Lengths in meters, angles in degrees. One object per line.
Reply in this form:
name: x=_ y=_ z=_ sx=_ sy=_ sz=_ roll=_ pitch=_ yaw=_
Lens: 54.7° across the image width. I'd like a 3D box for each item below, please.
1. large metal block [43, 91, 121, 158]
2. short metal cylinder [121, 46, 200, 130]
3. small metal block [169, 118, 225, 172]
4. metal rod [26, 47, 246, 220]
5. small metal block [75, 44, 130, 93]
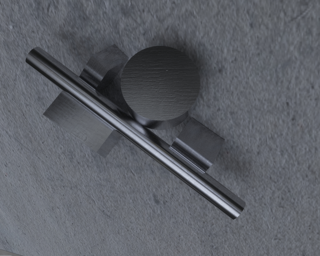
large metal block: x=-0.096 y=-0.006 z=0.414 sx=0.080 sy=0.050 sz=0.080 roll=35 pitch=169 yaw=4
short metal cylinder: x=0.000 y=-0.041 z=0.338 sx=0.080 sy=0.080 sz=0.050 roll=34 pitch=170 yaw=5
small metal block: x=0.045 y=0.021 z=0.377 sx=0.050 sy=0.050 sz=0.025 roll=35 pitch=129 yaw=4
metal rod: x=-0.030 y=0.004 z=0.361 sx=0.300 sy=0.025 sz=0.025 roll=37 pitch=129 yaw=3
small metal block: x=-0.071 y=-0.072 z=0.384 sx=0.025 sy=0.050 sz=0.050 roll=44 pitch=129 yaw=-2
